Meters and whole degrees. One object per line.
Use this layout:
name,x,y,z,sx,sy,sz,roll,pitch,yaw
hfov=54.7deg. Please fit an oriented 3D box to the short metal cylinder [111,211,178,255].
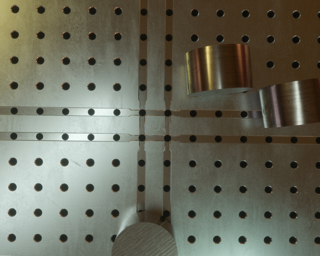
short metal cylinder,-0.019,0.154,0.401,0.081,0.050,0.079,0,90,-1

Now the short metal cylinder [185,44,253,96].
short metal cylinder,0.073,-0.069,0.387,0.081,0.080,0.050,-5,90,-1

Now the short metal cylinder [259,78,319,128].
short metal cylinder,0.169,-0.030,0.388,0.081,0.080,0.050,-8,90,0
